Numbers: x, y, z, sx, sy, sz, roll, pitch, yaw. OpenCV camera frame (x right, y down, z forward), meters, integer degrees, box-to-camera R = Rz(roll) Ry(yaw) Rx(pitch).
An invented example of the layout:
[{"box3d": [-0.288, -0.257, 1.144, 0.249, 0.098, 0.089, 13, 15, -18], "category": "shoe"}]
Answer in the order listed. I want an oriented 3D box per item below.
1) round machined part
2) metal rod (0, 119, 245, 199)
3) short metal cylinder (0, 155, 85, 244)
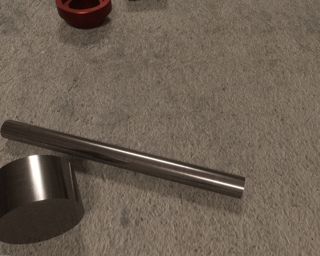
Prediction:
[{"box3d": [-0.139, -0.220, 0.576, 0.099, 0.042, 0.098, 0, 50, 0], "category": "round machined part"}, {"box3d": [-0.052, 0.034, 0.373, 0.301, 0.025, 0.025, 13, 51, 10], "category": "metal rod"}, {"box3d": [-0.121, 0.071, 0.306, 0.081, 0.080, 0.050, -17, 52, -14], "category": "short metal cylinder"}]
